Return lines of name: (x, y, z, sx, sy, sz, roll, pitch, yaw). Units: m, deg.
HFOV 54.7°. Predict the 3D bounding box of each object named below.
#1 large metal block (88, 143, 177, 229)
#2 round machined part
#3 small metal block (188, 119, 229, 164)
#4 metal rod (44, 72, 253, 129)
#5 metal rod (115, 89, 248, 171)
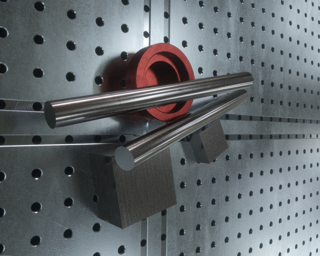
large metal block: (-0.031, 0.061, 0.369, 0.081, 0.050, 0.079, -13, 99, -40)
round machined part: (-0.004, -0.056, 0.397, 0.099, 0.042, 0.097, 0, 90, -40)
small metal block: (0.074, 0.019, 0.474, 0.050, 0.025, 0.050, -33, 111, -35)
metal rod: (0.016, -0.042, 0.369, 0.302, 0.025, 0.025, -15, 100, -39)
metal rod: (0.052, -0.013, 0.414, 0.302, 0.025, 0.025, -26, 107, -50)
